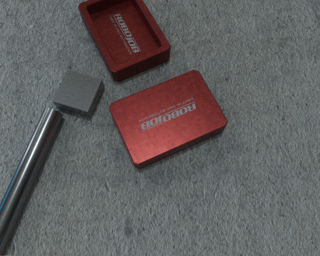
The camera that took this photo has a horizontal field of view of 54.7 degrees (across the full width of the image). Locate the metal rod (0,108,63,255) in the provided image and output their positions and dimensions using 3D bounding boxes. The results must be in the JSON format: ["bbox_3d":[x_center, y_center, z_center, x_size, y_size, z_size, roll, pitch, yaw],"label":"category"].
[{"bbox_3d":[-0.184,0.113,0.364,0.025,0.025,0.299,16,71,5],"label":"metal rod"}]

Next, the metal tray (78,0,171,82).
[{"bbox_3d":[-0.053,-0.141,0.456,0.091,0.030,0.130,-25,72,-9],"label":"metal tray"}]

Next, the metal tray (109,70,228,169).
[{"bbox_3d":[0.010,-0.013,0.410,0.131,0.030,0.090,-23,72,-9],"label":"metal tray"}]

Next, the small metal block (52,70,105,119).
[{"bbox_3d":[-0.110,-0.046,0.424,0.050,0.025,0.050,17,71,5],"label":"small metal block"}]
